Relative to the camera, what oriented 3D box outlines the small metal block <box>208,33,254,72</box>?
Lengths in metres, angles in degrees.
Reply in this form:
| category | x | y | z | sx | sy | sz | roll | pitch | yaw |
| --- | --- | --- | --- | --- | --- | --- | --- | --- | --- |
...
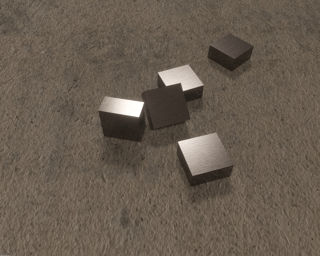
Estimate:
| category | x | y | z | sx | sy | sz | roll | pitch | yaw |
| --- | --- | --- | --- | --- | --- | --- | --- | --- | --- |
| small metal block | 0.116 | -0.126 | 0.510 | 0.050 | 0.025 | 0.050 | -36 | 59 | -26 |

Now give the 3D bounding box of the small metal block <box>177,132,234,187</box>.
| category | x | y | z | sx | sy | sz | roll | pitch | yaw |
| --- | --- | --- | --- | --- | --- | --- | --- | --- | --- |
| small metal block | 0.053 | 0.037 | 0.373 | 0.050 | 0.025 | 0.050 | -13 | 51 | -11 |

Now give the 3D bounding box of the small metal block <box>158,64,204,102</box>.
| category | x | y | z | sx | sy | sz | roll | pitch | yaw |
| --- | --- | --- | --- | --- | --- | --- | --- | --- | --- |
| small metal block | 0.029 | -0.063 | 0.457 | 0.050 | 0.025 | 0.050 | -17 | 52 | -15 |

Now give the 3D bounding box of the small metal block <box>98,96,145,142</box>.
| category | x | y | z | sx | sy | sz | roll | pitch | yaw |
| --- | --- | --- | --- | --- | --- | --- | --- | --- | --- |
| small metal block | -0.047 | -0.010 | 0.395 | 0.050 | 0.050 | 0.025 | 9 | 51 | 7 |

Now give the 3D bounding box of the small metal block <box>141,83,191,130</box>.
| category | x | y | z | sx | sy | sz | roll | pitch | yaw |
| --- | --- | --- | --- | --- | --- | --- | --- | --- | --- |
| small metal block | 0.007 | -0.028 | 0.410 | 0.050 | 0.025 | 0.050 | -15 | 90 | -13 |
